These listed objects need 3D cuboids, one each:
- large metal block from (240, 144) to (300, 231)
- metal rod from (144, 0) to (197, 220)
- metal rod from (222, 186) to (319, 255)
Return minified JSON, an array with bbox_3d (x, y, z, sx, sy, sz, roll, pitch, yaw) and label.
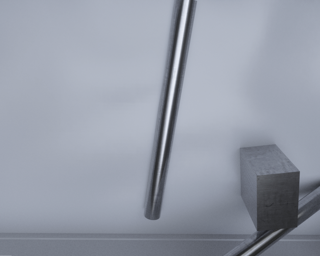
[{"bbox_3d":[0.142,0.076,0.412,0.050,0.080,0.079,-6,110,2],"label":"large metal block"},{"bbox_3d":[0.009,-0.010,0.407,0.025,0.025,0.298,7,110,-3],"label":"metal rod"},{"bbox_3d":[0.123,0.152,0.402,0.302,0.025,0.025,-27,110,-18],"label":"metal rod"}]
